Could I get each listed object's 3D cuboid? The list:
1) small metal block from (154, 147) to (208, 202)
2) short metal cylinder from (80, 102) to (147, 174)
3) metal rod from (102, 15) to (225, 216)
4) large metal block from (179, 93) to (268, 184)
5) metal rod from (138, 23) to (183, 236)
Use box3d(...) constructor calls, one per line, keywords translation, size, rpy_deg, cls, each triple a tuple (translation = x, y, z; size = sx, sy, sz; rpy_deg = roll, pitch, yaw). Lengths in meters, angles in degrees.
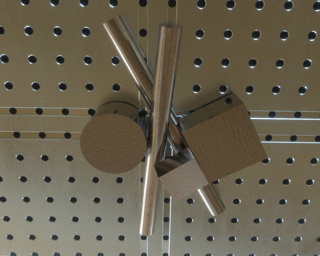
box3d(translation=(0.028, 0.060, 0.398), size=(0.050, 0.025, 0.050), rpy_deg=(-29, 123, 2), cls="small metal block")
box3d(translation=(-0.057, 0.012, 0.400), size=(0.081, 0.050, 0.079), rpy_deg=(0, 110, -1), cls="short metal cylinder")
box3d(translation=(0.013, -0.003, 0.408), size=(0.025, 0.025, 0.299), rpy_deg=(-27, 109, 9), cls="metal rod")
box3d(translation=(0.080, 0.012, 0.401), size=(0.080, 0.050, 0.080), rpy_deg=(-26, 108, 9), cls="large metal block")
box3d(translation=(-0.004, 0.022, 0.397), size=(0.025, 0.025, 0.298), rpy_deg=(6, 118, -2), cls="metal rod")
